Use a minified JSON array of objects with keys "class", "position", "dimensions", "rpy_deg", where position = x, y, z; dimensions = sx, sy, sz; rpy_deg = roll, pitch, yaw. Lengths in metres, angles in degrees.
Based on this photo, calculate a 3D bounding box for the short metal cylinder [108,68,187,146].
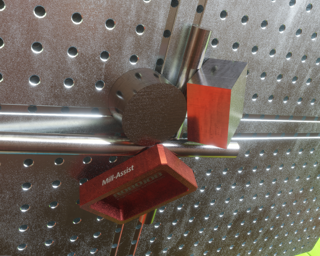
[{"class":"short metal cylinder","position":[-0.015,-0.026,0.370],"dimensions":[0.081,0.050,0.079],"rpy_deg":[-14,124,-21]}]

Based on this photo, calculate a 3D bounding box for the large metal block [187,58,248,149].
[{"class":"large metal block","position":[0.072,-0.033,0.388],"dimensions":[0.080,0.050,0.079],"rpy_deg":[-50,145,-48]}]

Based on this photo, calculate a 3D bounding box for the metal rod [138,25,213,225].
[{"class":"metal rod","position":[0.014,0.013,0.426],"dimensions":[0.025,0.025,0.298],"rpy_deg":[1,118,-29]}]

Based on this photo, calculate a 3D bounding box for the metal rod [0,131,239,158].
[{"class":"metal rod","position":[-0.034,0.023,0.385],"dimensions":[0.302,0.025,0.025],"rpy_deg":[3,117,-22]}]

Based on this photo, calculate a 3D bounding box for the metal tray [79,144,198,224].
[{"class":"metal tray","position":[-0.028,0.079,0.408],"dimensions":[0.130,0.030,0.090],"rpy_deg":[-29,138,17]}]
